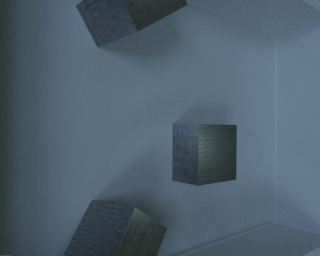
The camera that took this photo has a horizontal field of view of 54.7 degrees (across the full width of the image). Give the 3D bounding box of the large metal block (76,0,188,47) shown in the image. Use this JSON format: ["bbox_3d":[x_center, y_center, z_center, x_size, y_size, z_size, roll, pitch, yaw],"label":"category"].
[{"bbox_3d":[-0.032,-0.136,0.344,0.080,0.080,0.050,-40,115,-33],"label":"large metal block"}]

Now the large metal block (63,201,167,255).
[{"bbox_3d":[-0.051,0.127,0.323,0.050,0.080,0.080,43,58,-32],"label":"large metal block"}]

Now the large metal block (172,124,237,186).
[{"bbox_3d":[0.064,0.035,0.444,0.081,0.050,0.080,1,90,-40],"label":"large metal block"}]
